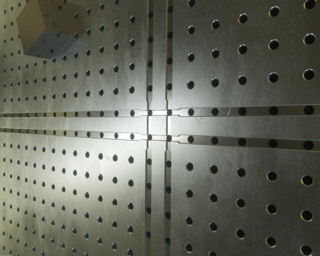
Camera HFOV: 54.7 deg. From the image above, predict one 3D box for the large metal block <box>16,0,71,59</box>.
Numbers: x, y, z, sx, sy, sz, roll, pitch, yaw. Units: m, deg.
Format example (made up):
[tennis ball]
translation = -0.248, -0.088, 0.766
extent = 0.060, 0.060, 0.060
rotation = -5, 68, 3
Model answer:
[large metal block]
translation = -0.217, -0.187, 0.572
extent = 0.080, 0.050, 0.080
rotation = -30, 71, 36
